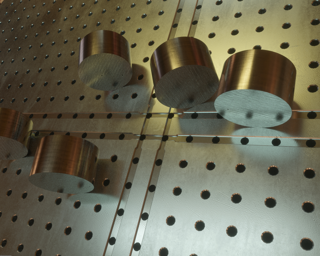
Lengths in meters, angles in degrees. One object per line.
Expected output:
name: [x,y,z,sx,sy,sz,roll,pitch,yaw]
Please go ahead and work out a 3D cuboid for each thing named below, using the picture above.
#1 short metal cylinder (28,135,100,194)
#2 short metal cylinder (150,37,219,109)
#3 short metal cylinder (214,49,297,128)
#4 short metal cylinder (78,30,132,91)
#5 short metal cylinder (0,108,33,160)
short metal cylinder: [-0.123,0.050,0.405,0.080,0.080,0.050,-10,58,22]
short metal cylinder: [0.030,-0.069,0.399,0.080,0.080,0.050,-21,54,16]
short metal cylinder: [0.105,-0.041,0.343,0.080,0.080,0.050,3,63,29]
short metal cylinder: [-0.084,-0.103,0.478,0.080,0.080,0.050,-19,55,17]
short metal cylinder: [-0.250,0.011,0.494,0.080,0.080,0.050,-16,56,19]
